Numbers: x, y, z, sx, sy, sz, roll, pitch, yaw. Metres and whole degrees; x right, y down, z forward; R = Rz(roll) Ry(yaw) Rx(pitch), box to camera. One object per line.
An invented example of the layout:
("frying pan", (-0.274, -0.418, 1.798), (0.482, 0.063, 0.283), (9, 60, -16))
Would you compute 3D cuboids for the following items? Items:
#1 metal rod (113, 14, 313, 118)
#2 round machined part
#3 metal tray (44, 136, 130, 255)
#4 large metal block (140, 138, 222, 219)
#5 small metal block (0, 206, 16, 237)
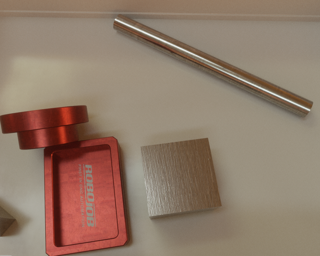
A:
("metal rod", (0.069, -0.092, 0.444), (0.301, 0.025, 0.025), (27, 72, 9))
("round machined part", (-0.136, 0.000, 0.374), (0.099, 0.098, 0.042), (-8, 94, -3))
("metal tray", (-0.089, 0.081, 0.376), (0.091, 0.030, 0.129), (-8, 70, -3))
("large metal block", (0.022, 0.062, 0.374), (0.081, 0.050, 0.080), (-7, 70, -3))
("small metal block", (-0.204, 0.099, 0.358), (0.050, 0.050, 0.025), (34, 74, 11))
